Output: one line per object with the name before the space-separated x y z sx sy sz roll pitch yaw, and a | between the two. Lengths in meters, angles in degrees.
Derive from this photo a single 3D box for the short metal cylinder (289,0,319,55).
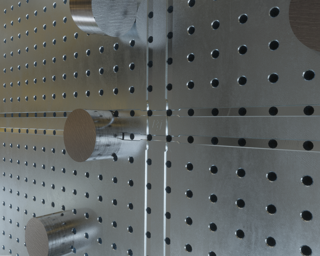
short metal cylinder | 0.159 -0.099 0.262 0.080 0.050 0.079 0 90 40

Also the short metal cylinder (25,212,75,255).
short metal cylinder | -0.199 0.196 0.558 0.080 0.050 0.079 0 90 40

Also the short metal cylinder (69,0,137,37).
short metal cylinder | -0.079 -0.172 0.439 0.050 0.081 0.079 18 102 38

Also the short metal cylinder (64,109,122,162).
short metal cylinder | -0.104 0.011 0.479 0.080 0.050 0.079 0 90 40
